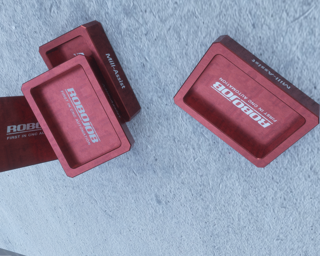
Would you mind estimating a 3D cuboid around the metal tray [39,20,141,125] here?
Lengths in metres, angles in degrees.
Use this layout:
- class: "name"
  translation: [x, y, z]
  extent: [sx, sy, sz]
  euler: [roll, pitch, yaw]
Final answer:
- class: "metal tray"
  translation: [-0.092, -0.064, 0.412]
  extent: [0.090, 0.030, 0.129]
  euler: [-12, 112, 33]

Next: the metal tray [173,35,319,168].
- class: "metal tray"
  translation: [0.091, -0.026, 0.339]
  extent: [0.130, 0.030, 0.089]
  euler: [38, 129, 2]

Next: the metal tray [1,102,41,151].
- class: "metal tray"
  translation: [-0.206, -0.005, 0.508]
  extent: [0.130, 0.030, 0.089]
  euler: [3, 120, 27]

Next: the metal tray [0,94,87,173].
- class: "metal tray"
  translation: [-0.169, 0.003, 0.412]
  extent: [0.030, 0.131, 0.089]
  euler: [-13, 89, 45]

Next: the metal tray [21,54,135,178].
- class: "metal tray"
  translation: [-0.101, -0.015, 0.389]
  extent: [0.090, 0.030, 0.130]
  euler: [-26, 94, 6]
